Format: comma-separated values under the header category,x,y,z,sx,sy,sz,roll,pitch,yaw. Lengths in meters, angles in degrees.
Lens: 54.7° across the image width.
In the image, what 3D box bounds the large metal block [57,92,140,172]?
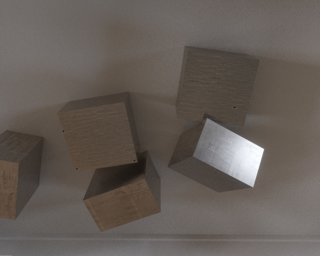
category,x,y,z,sx,sy,sz,roll,pitch,yaw
large metal block,-0.074,0.004,0.399,0.080,0.050,0.079,-9,110,3

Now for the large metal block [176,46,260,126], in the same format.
category,x,y,z,sx,sy,sz,roll,pitch,yaw
large metal block,0.066,-0.052,0.379,0.081,0.050,0.079,7,110,-3

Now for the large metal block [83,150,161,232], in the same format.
category,x,y,z,sx,sy,sz,roll,pitch,yaw
large metal block,-0.046,0.081,0.411,0.080,0.080,0.050,-20,109,7

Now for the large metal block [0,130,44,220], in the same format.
category,x,y,z,sx,sy,sz,roll,pitch,yaw
large metal block,-0.194,0.058,0.402,0.050,0.080,0.079,11,110,-4

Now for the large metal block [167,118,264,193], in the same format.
category,x,y,z,sx,sy,sz,roll,pitch,yaw
large metal block,0.067,0.038,0.389,0.080,0.080,0.050,28,67,-10
